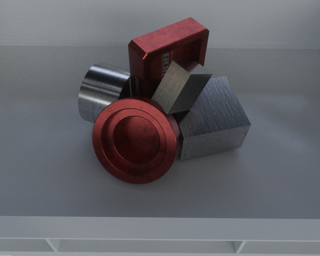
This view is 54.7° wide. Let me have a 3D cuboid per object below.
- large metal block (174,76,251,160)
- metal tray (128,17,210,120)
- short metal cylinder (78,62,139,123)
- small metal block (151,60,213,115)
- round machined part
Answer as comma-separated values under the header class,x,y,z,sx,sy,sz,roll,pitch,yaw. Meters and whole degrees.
class,x,y,z,sx,sy,sz,roll,pitch,yaw
large metal block,0.055,-0.014,0.389,0.081,0.050,0.080,-11,56,-10
metal tray,0.010,-0.062,0.387,0.091,0.129,0.030,-28,57,-22
short metal cylinder,-0.061,-0.040,0.400,0.050,0.080,0.080,18,52,14
small metal block,0.024,-0.045,0.336,0.025,0.050,0.050,42,29,21
round machined part,-0.024,0.012,0.358,0.098,0.097,0.042,16,16,12
